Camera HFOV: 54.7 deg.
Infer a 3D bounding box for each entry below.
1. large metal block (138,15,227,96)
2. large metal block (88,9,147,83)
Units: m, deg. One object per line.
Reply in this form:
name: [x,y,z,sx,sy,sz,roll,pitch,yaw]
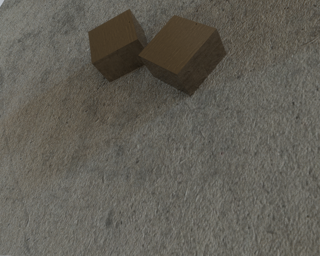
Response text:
large metal block: [0.031,-0.103,0.435,0.080,0.050,0.080,34,81,38]
large metal block: [-0.066,-0.134,0.505,0.080,0.050,0.080,-24,53,13]
